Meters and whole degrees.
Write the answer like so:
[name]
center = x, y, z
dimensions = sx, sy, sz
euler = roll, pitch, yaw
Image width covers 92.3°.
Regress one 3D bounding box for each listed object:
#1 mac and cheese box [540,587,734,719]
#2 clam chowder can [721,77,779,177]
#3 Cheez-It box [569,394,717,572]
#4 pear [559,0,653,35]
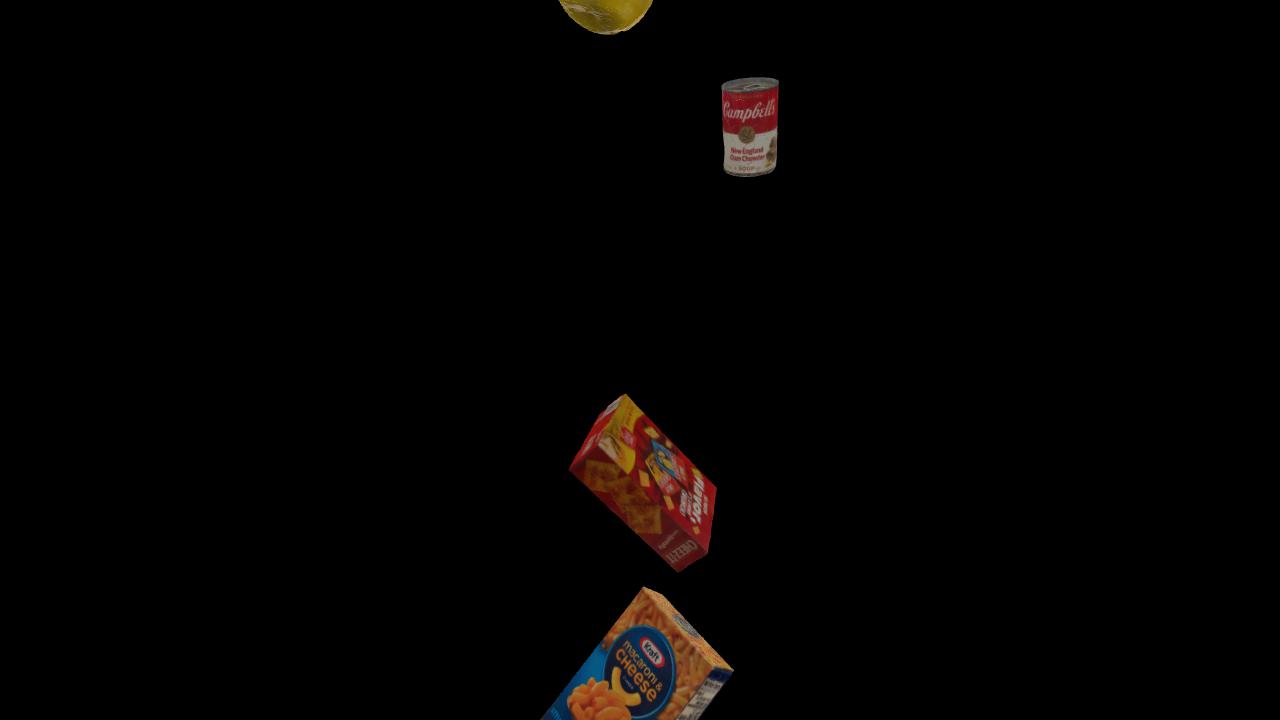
[mac and cheese box]
center = -0.020, 0.283, 0.480
dimensions = 0.093, 0.184, 0.041
euler = 33, -8, 46
[clam chowder can]
center = 0.135, -0.285, 0.754
dimensions = 0.068, 0.102, 0.068
euler = -5, 35, 3
[Cheez-It box]
center = 0.014, 0.177, 0.915
dimensions = 0.071, 0.223, 0.166
euler = -41, 9, 24
[pear]
center = -0.017, -0.298, 0.441
dimensions = 0.080, 0.111, 0.080
euler = 25, 1, 0
